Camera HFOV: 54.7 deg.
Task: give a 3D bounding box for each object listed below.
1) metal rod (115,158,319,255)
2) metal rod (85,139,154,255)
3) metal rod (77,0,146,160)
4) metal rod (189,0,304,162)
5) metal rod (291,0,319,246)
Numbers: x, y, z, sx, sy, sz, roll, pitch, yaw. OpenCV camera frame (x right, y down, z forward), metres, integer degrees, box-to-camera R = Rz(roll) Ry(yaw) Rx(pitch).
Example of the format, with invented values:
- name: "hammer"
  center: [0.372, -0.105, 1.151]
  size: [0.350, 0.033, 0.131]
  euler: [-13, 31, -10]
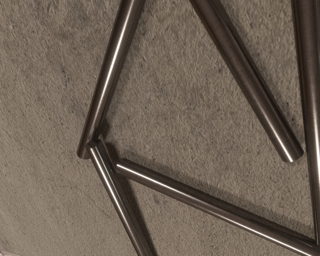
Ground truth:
- name: "metal rod"
  center: [0.074, 0.110, 0.434]
  size: [0.301, 0.025, 0.025]
  euler: [21, 126, 15]
- name: "metal rod"
  center: [-0.053, 0.149, 0.513]
  size: [0.025, 0.025, 0.298]
  euler: [-3, 121, 29]
- name: "metal rod"
  center: [-0.067, -0.064, 0.400]
  size: [0.025, 0.025, 0.298]
  euler: [32, 128, 7]
- name: "metal rod"
  center: [0.067, -0.091, 0.314]
  size: [0.025, 0.025, 0.299]
  euler: [-25, 106, 36]
- name: "metal rod"
  center: [0.166, 0.010, 0.325]
  size: [0.025, 0.025, 0.298]
  euler: [-3, 117, 29]
